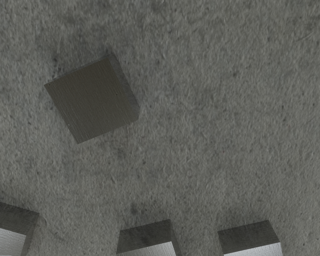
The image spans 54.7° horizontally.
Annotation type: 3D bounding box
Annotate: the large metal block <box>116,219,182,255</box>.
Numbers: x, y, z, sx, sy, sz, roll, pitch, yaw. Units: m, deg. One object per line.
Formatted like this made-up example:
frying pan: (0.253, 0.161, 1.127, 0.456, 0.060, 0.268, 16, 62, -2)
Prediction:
large metal block: (-0.012, 0.194, 0.468, 0.080, 0.050, 0.080, -15, 110, 5)

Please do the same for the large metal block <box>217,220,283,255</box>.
large metal block: (0.139, 0.196, 0.471, 0.080, 0.050, 0.080, -15, 110, 5)

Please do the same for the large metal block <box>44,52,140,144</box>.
large metal block: (-0.079, -0.038, 0.382, 0.080, 0.050, 0.080, -22, 109, 7)

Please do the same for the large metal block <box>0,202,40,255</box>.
large metal block: (-0.234, 0.159, 0.452, 0.080, 0.050, 0.079, 19, 109, -8)
